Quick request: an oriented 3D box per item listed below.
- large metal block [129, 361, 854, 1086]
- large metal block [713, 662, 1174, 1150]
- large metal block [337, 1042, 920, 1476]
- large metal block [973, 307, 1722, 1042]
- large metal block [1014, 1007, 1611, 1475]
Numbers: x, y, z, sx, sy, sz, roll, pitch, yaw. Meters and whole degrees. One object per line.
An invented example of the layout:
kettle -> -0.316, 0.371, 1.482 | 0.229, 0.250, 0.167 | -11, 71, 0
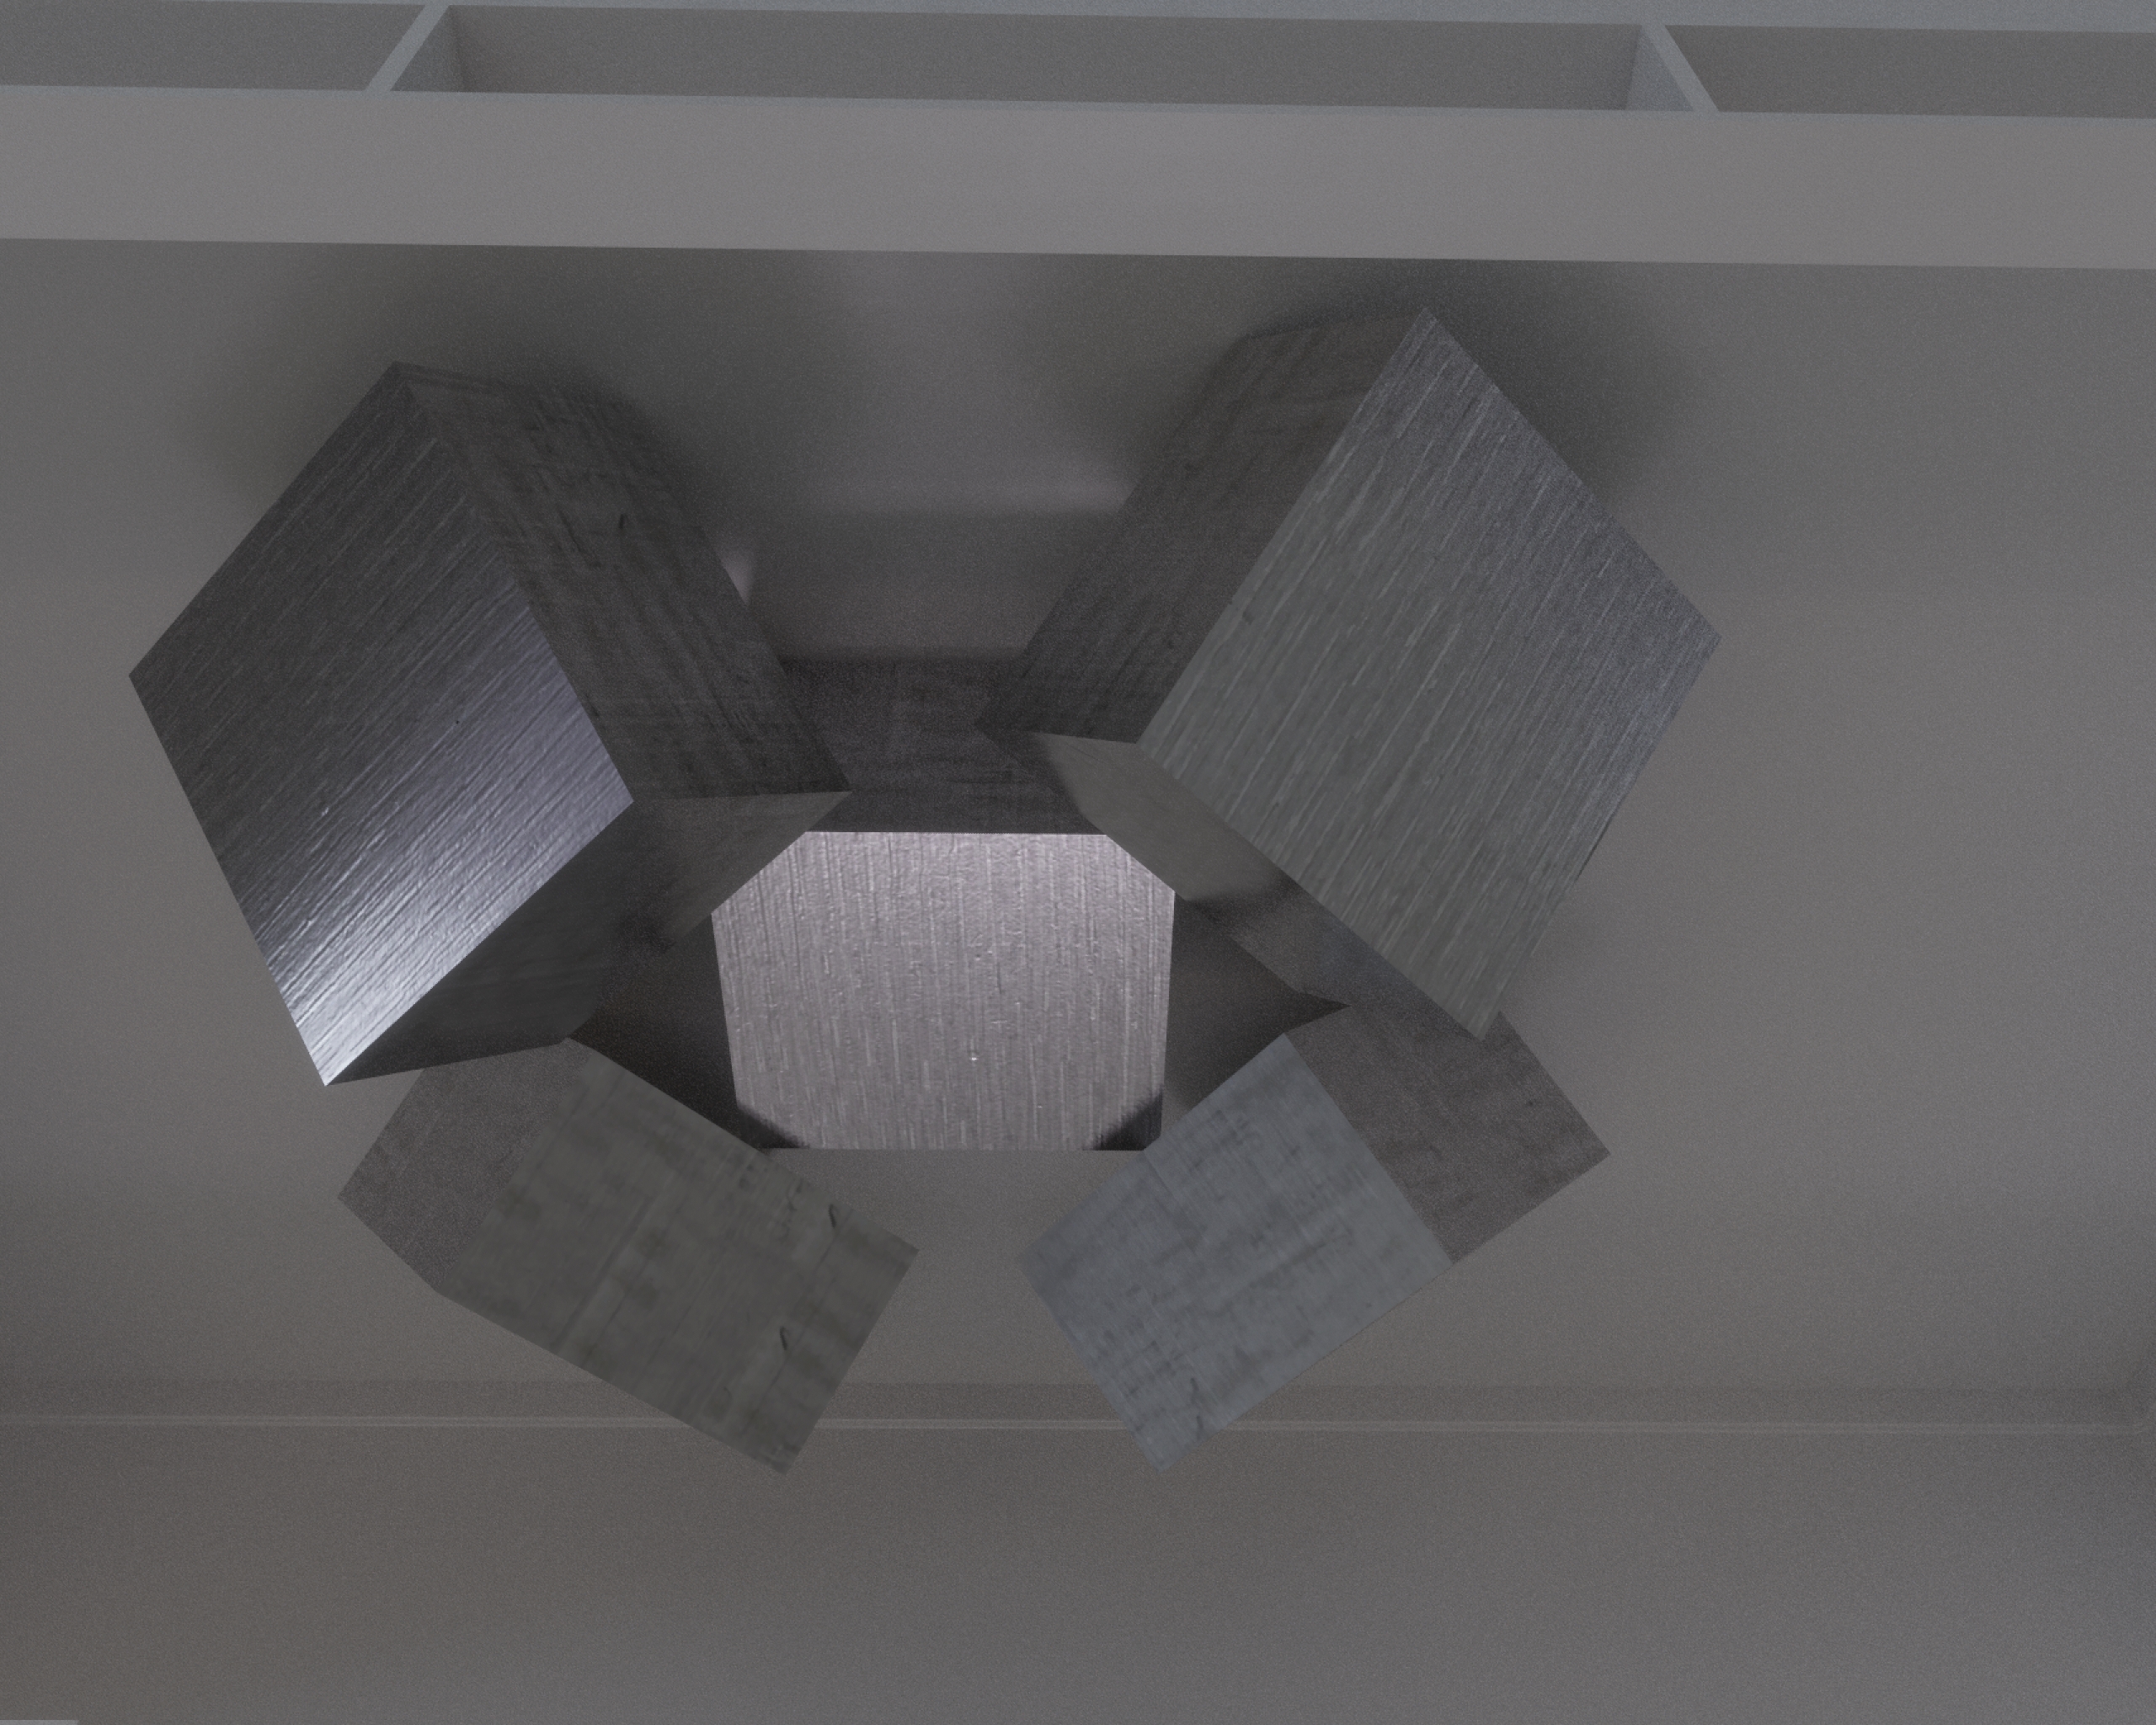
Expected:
large metal block -> -0.097, -0.021, 0.341 | 0.080, 0.080, 0.050 | -38, 164, 27
large metal block -> -0.024, 0.009, 0.397 | 0.081, 0.050, 0.079 | 0, 130, -1
large metal block -> -0.093, 0.074, 0.425 | 0.080, 0.050, 0.080 | 38, 165, -28
large metal block -> 0.045, -0.030, 0.338 | 0.080, 0.050, 0.080 | 39, 76, -28
large metal block -> 0.048, 0.069, 0.421 | 0.080, 0.050, 0.081 | -44, 163, 30
